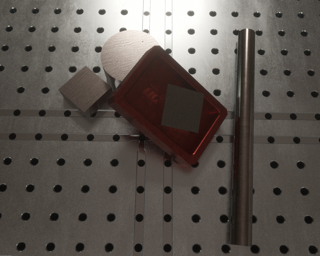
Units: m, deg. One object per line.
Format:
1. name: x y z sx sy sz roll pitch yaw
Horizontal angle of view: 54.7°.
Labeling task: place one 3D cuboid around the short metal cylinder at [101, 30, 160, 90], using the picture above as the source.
1. short metal cylinder: -0.038 -0.087 0.430 0.081 0.050 0.080 0 70 -1

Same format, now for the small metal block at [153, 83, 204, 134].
1. small metal block: 0.023 -0.022 0.381 0.050 0.025 0.050 12 82 -23

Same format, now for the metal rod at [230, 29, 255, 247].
1. metal rod: 0.112 -0.002 0.413 0.025 0.025 0.299 7 70 2

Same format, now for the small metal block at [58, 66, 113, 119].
1. small metal block: -0.101 -0.049 0.429 0.050 0.025 0.050 40 74 13

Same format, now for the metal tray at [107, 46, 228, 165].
1. metal tray: 0.013 -0.026 0.387 0.130 0.030 0.090 40 73 -17
